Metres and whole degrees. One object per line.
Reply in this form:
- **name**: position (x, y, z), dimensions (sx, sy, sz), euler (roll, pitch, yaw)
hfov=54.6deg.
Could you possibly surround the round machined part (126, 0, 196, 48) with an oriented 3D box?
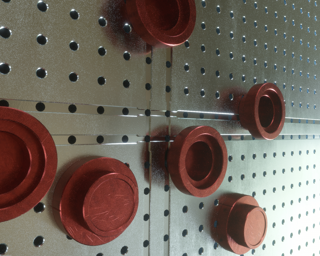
- **round machined part**: position (-0.003, -0.150, 0.394), dimensions (0.099, 0.042, 0.097), euler (0, 90, -40)

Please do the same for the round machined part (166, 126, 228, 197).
- **round machined part**: position (0.048, 0.045, 0.437), dimensions (0.099, 0.042, 0.097), euler (0, 90, -40)

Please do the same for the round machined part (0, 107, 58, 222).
- **round machined part**: position (-0.147, 0.030, 0.275), dimensions (0.099, 0.042, 0.097), euler (0, 90, -40)

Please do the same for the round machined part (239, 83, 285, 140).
- **round machined part**: position (0.175, -0.028, 0.543), dimensions (0.099, 0.042, 0.097), euler (0, 90, -40)

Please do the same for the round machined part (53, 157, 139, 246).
- **round machined part**: position (-0.063, 0.081, 0.345), dimensions (0.099, 0.042, 0.097), euler (0, 90, -40)

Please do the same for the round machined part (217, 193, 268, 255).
- **round machined part**: position (0.142, 0.161, 0.516), dimensions (0.099, 0.042, 0.097), euler (0, 90, -40)
